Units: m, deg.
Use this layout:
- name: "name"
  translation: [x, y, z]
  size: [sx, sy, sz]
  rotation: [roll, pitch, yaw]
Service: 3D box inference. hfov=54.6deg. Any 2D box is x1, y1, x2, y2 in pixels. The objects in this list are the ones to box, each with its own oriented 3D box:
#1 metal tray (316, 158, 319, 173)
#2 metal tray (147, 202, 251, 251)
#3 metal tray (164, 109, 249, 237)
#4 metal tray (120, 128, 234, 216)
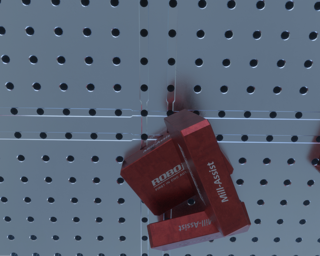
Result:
- name: "metal tray"
  translation: [0.297, 0.038, 0.426]
  size: [0.131, 0.030, 0.089]
  rotation: [11, 110, -4]
- name: "metal tray"
  translation: [0.056, 0.140, 0.433]
  size: [0.130, 0.030, 0.090]
  rotation: [-15, 154, 5]
- name: "metal tray"
  translation: [0.050, 0.047, 0.358]
  size: [0.030, 0.090, 0.130]
  rotation: [-25, 104, -6]
- name: "metal tray"
  translation: [0.023, 0.054, 0.431]
  size: [0.130, 0.030, 0.090]
  rotation: [-33, 107, 11]
